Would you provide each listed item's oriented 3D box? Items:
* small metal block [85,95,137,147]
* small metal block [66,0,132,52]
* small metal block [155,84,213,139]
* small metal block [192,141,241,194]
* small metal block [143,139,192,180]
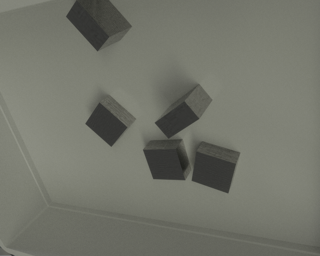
[{"bbox_3d":[-0.070,-0.009,0.438,0.050,0.025,0.050,42,129,-1],"label":"small metal block"},{"bbox_3d":[-0.068,-0.121,0.352,0.050,0.050,0.025,48,129,-6],"label":"small metal block"},{"bbox_3d":[0.028,-0.020,0.364,0.050,0.050,0.025,-35,99,38],"label":"small metal block"},{"bbox_3d":[0.072,0.051,0.401,0.050,0.025,0.050,17,125,18],"label":"small metal block"},{"bbox_3d":[0.011,0.044,0.429,0.050,0.025,0.050,-3,117,29],"label":"small metal block"}]
